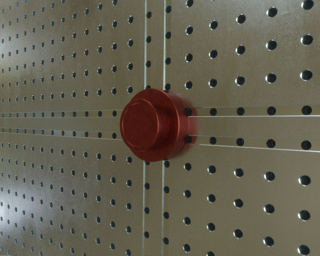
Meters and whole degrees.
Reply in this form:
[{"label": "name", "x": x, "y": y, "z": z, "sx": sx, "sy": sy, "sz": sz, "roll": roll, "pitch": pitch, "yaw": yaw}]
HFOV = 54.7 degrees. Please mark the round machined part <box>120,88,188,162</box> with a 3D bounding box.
[{"label": "round machined part", "x": -0.015, "y": -0.004, "z": 0.408, "sx": 0.098, "sy": 0.042, "sz": 0.097, "roll": 0, "pitch": 90, "yaw": 39}]
